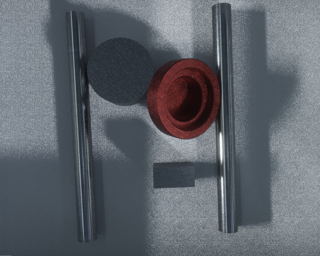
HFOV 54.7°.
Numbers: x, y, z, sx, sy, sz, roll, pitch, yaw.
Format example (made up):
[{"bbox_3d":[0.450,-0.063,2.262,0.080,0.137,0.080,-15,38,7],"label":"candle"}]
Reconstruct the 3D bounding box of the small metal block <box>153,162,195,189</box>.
[{"bbox_3d":[0.017,0.060,0.399,0.050,0.050,0.025,-2,90,-1],"label":"small metal block"}]

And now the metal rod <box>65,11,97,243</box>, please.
[{"bbox_3d":[-0.104,-0.002,0.410,0.025,0.025,0.298,-3,90,-1],"label":"metal rod"}]

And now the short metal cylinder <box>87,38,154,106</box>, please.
[{"bbox_3d":[-0.048,-0.070,0.398,0.081,0.050,0.079,0,90,0],"label":"short metal cylinder"}]

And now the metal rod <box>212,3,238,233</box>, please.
[{"bbox_3d":[0.086,-0.013,0.412,0.025,0.025,0.298,-2,90,-1],"label":"metal rod"}]

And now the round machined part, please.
[{"bbox_3d":[0.025,-0.037,0.388,0.099,0.042,0.097,-7,102,-33],"label":"round machined part"}]
